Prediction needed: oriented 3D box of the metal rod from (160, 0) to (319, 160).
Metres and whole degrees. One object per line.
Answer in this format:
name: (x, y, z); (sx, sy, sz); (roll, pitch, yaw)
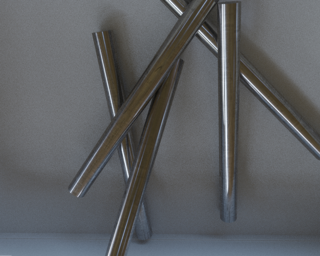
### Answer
metal rod: (0.116, -0.061, 0.389); (0.300, 0.025, 0.025); (41, 105, -14)

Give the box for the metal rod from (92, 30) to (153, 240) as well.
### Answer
metal rod: (-0.046, 0.023, 0.419); (0.025, 0.025, 0.298); (-8, 110, 3)

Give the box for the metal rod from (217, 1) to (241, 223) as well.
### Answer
metal rod: (0.087, 0.000, 0.394); (0.025, 0.025, 0.298); (-5, 117, 2)

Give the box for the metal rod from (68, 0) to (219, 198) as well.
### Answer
metal rod: (-0.027, -0.033, 0.370); (0.025, 0.025, 0.299); (32, 107, -11)

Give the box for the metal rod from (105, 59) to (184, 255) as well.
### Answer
metal rod: (-0.025, 0.058, 0.375); (0.025, 0.025, 0.299); (17, 88, -6)
